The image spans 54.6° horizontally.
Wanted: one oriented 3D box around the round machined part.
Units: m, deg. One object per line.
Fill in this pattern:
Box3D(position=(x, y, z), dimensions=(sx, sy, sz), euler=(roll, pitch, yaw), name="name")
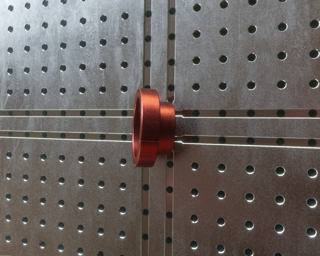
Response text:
Box3D(position=(-0.008, 0.000, 0.387), dimensions=(0.042, 0.098, 0.097), euler=(3, 91, -11), name="round machined part")
